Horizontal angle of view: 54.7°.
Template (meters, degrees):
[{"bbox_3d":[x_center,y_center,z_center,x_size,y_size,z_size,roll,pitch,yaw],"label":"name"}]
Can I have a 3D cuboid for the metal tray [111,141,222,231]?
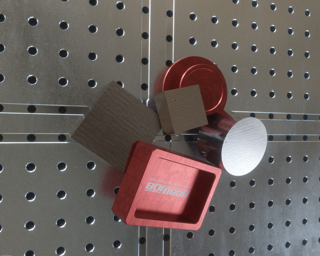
[{"bbox_3d":[0.014,0.076,0.385,0.131,0.030,0.090,21,90,-41],"label":"metal tray"}]

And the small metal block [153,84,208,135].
[{"bbox_3d":[0.025,-0.022,0.373,0.050,0.025,0.050,-15,92,-31],"label":"small metal block"}]

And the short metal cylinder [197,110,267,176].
[{"bbox_3d":[0.099,0.019,0.424,0.081,0.050,0.079,-9,109,-29],"label":"short metal cylinder"}]

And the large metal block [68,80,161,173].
[{"bbox_3d":[-0.053,0.001,0.380,0.080,0.050,0.080,37,78,-16],"label":"large metal block"}]

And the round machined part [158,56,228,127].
[{"bbox_3d":[0.050,-0.050,0.422,0.099,0.042,0.097,0,90,-20],"label":"round machined part"}]
